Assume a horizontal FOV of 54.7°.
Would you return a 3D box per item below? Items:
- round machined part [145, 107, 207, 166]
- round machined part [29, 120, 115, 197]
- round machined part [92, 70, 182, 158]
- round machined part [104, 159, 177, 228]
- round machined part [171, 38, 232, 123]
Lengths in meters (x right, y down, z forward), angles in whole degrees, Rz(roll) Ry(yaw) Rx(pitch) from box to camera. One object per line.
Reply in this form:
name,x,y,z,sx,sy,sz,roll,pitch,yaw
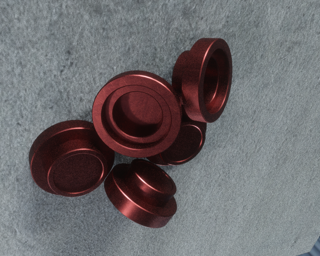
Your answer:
round machined part,0.022,0.011,0.416,0.099,0.042,0.097,-14,124,-21
round machined part,-0.101,0.043,0.368,0.099,0.042,0.097,-14,124,-21
round machined part,-0.024,-0.018,0.355,0.099,0.042,0.097,2,114,4
round machined part,-0.018,0.076,0.397,0.099,0.098,0.042,23,109,-37
round machined part,0.049,-0.057,0.370,0.099,0.042,0.097,-27,122,-53
